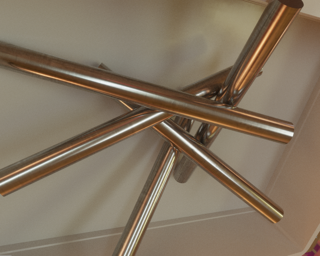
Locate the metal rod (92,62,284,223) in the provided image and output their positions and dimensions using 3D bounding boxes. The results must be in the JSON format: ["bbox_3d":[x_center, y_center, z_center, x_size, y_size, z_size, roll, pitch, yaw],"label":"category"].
[{"bbox_3d":[0.043,0.028,0.376,0.301,0.025,0.025,38,97,-16],"label":"metal rod"}]

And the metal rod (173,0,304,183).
[{"bbox_3d":[0.067,-0.014,0.358,0.025,0.025,0.298,-10,148,-23],"label":"metal rod"}]

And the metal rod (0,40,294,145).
[{"bbox_3d":[-0.010,-0.032,0.306,0.302,0.025,0.025,15,113,-9],"label":"metal rod"}]

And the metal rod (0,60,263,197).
[{"bbox_3d":[-0.018,-0.010,0.327,0.302,0.025,0.025,-26,128,-16],"label":"metal rod"}]

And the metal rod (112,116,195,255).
[{"bbox_3d":[-0.014,0.088,0.379,0.025,0.025,0.299,35,75,-39],"label":"metal rod"}]
